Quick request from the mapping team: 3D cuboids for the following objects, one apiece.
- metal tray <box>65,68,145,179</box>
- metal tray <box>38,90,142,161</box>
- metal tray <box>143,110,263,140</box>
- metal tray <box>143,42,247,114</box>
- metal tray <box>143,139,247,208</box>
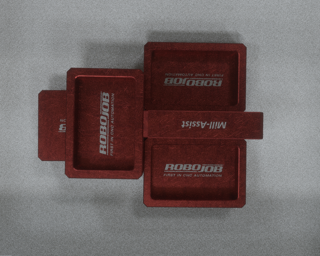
[{"bbox_3d":[-0.065,-0.005,0.376,0.091,0.030,0.129,1,90,-1],"label":"metal tray"},{"bbox_3d":[-0.088,-0.003,0.405,0.131,0.030,0.089,0,90,-1],"label":"metal tray"},{"bbox_3d":[0.047,-0.004,0.377,0.131,0.090,0.030,1,90,-1],"label":"metal tray"},{"bbox_3d":[0.045,-0.064,0.408,0.131,0.030,0.089,1,90,-1],"label":"metal tray"},{"bbox_3d":[0.045,0.056,0.408,0.131,0.030,0.089,1,90,-1],"label":"metal tray"}]
